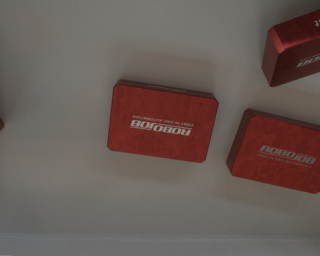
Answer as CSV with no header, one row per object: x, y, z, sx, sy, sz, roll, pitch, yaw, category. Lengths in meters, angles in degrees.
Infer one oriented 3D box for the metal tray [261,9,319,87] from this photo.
0.185,-0.096,0.343,0.130,0.090,0.030,-19,69,6,metal tray

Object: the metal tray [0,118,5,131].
-0.238,-0.041,0.356,0.030,0.090,0.129,-26,109,-5,metal tray

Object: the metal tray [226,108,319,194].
0.167,0.033,0.422,0.131,0.030,0.089,13,110,-5,metal tray

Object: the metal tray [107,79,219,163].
0.002,-0.008,0.405,0.131,0.030,0.089,8,110,-3,metal tray
